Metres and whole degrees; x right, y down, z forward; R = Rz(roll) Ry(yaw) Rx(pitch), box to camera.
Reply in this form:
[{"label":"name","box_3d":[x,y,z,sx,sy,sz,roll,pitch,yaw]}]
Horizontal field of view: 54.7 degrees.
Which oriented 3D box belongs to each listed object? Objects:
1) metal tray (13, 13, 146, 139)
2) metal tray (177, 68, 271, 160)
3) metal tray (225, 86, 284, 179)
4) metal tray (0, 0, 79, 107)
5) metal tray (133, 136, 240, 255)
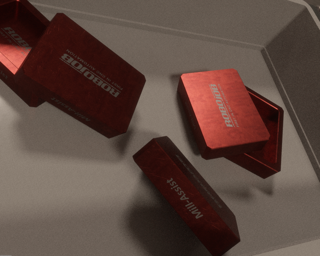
[{"label":"metal tray","box_3d":[-0.085,-0.057,0.361,0.130,0.030,0.090,35,57,-28]},{"label":"metal tray","box_3d":[0.086,-0.024,0.438,0.091,0.030,0.130,-8,57,-13]},{"label":"metal tray","box_3d":[0.144,0.002,0.480,0.090,0.030,0.130,29,52,-11]},{"label":"metal tray","box_3d":[-0.162,-0.097,0.374,0.130,0.030,0.090,43,51,1]},{"label":"metal tray","box_3d":[0.032,0.068,0.344,0.130,0.030,0.090,50,8,6]}]
